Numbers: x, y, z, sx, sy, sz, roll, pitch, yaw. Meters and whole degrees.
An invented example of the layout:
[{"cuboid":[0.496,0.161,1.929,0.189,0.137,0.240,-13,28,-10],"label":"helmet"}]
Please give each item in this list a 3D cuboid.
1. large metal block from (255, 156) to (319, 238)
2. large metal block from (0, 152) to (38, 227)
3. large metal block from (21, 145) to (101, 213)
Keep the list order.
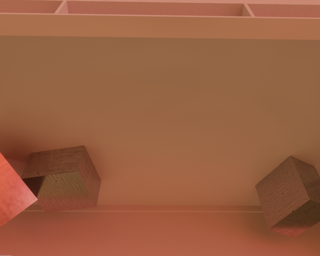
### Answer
[{"cuboid":[0.197,0.102,0.462,0.050,0.080,0.080,23,126,-18],"label":"large metal block"},{"cuboid":[-0.214,0.082,0.417,0.080,0.050,0.080,54,153,-4],"label":"large metal block"},{"cuboid":[-0.141,0.076,0.456,0.080,0.050,0.080,-8,130,7],"label":"large metal block"}]
